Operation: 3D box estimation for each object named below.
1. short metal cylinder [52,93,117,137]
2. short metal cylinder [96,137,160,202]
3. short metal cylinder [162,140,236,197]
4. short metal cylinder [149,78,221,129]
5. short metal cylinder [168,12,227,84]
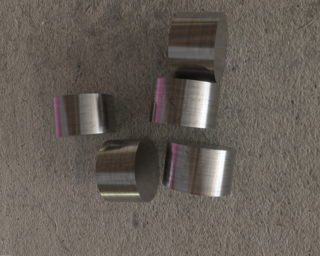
[{"bbox_3d":[-0.101,-0.015,0.415,0.080,0.080,0.050,-5,88,20],"label":"short metal cylinder"},{"bbox_3d":[-0.038,0.053,0.393,0.050,0.080,0.080,-4,89,20],"label":"short metal cylinder"},{"bbox_3d":[0.046,0.044,0.364,0.080,0.080,0.050,8,93,20],"label":"short metal cylinder"},{"bbox_3d":[0.029,-0.028,0.369,0.080,0.080,0.050,7,93,20],"label":"short metal cylinder"},{"bbox_3d":[0.047,-0.094,0.363,0.050,0.080,0.079,7,93,20],"label":"short metal cylinder"}]
